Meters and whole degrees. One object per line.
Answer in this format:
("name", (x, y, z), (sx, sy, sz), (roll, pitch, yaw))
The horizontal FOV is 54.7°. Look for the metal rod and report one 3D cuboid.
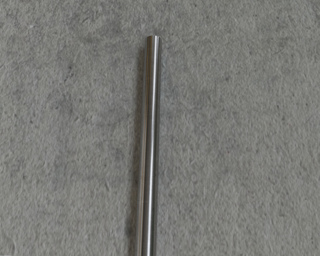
("metal rod", (-0.013, 0.012, 0.403), (0.025, 0.025, 0.299), (1, 70, 0))
